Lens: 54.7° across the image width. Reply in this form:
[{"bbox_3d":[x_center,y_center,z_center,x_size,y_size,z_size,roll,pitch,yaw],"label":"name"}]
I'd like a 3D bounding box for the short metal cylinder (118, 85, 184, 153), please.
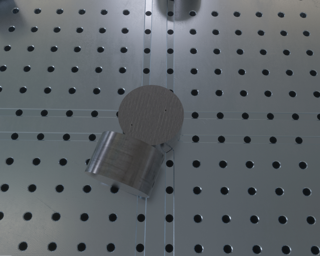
[{"bbox_3d":[-0.011,-0.009,0.401,0.081,0.050,0.080,0,70,0],"label":"short metal cylinder"}]

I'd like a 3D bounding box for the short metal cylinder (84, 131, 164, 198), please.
[{"bbox_3d":[-0.041,0.044,0.366,0.080,0.080,0.050,19,71,7],"label":"short metal cylinder"}]
